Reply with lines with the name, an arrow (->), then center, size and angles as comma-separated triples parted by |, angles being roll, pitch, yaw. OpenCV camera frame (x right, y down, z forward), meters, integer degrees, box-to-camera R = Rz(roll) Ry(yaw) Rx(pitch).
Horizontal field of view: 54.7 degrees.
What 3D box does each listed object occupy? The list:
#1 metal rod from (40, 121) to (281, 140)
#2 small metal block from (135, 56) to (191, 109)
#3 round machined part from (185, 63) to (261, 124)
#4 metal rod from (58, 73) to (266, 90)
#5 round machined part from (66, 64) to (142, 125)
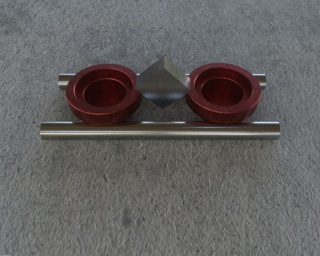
metal rod -> 0.001, 0.003, 0.401 | 0.302, 0.025, 0.025 | 0, 50, 0
small metal block -> 0.004, -0.058, 0.403 | 0.050, 0.050, 0.025 | -31, 40, 31
round machined part -> 0.083, -0.042, 0.423 | 0.099, 0.042, 0.098 | 0, 50, 0
metal rod -> 0.004, -0.069, 0.462 | 0.302, 0.025, 0.025 | 0, 50, 0
round machined part -> -0.074, -0.040, 0.421 | 0.099, 0.042, 0.098 | 0, 50, 0
